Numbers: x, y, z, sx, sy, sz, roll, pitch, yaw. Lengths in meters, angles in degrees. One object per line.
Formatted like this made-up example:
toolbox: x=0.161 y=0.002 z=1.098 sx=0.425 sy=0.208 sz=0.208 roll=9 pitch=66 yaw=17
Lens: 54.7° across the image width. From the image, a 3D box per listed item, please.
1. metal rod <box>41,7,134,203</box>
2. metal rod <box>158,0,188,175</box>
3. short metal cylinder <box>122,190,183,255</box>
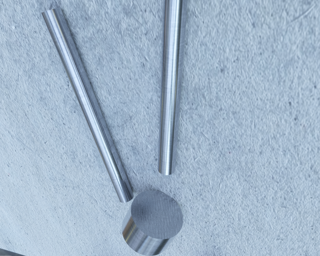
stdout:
metal rod: x=-0.096 y=-0.017 z=0.446 sx=0.025 sy=0.025 sz=0.298 roll=-3 pitch=117 yaw=30
metal rod: x=0.014 y=-0.067 z=0.357 sx=0.025 sy=0.025 sz=0.298 roll=15 pitch=125 yaw=20
short metal cylinder: x=-0.012 y=0.142 z=0.465 sx=0.080 sy=0.080 sz=0.050 roll=31 pitch=128 yaw=8
